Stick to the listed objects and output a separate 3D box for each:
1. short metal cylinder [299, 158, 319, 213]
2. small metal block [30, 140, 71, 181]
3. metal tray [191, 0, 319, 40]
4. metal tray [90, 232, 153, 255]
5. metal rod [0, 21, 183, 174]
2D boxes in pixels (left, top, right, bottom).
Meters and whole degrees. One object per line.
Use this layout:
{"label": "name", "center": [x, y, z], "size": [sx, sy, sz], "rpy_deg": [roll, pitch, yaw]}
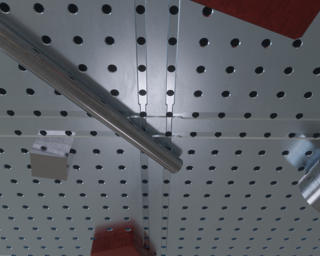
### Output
{"label": "short metal cylinder", "center": [0.254, 0.085, 0.450], "size": [0.081, 0.080, 0.050], "rpy_deg": [13, 129, -11]}
{"label": "small metal block", "center": [-0.158, 0.048, 0.451], "size": [0.050, 0.025, 0.050], "rpy_deg": [9, 130, -8]}
{"label": "metal tray", "center": [0.096, -0.146, 0.285], "size": [0.131, 0.030, 0.089], "rpy_deg": [15, 129, -13]}
{"label": "metal tray", "center": [-0.071, 0.266, 0.635], "size": [0.090, 0.030, 0.130], "rpy_deg": [-16, 129, 13]}
{"label": "metal rod", "center": [-0.079, -0.026, 0.388], "size": [0.025, 0.025, 0.301], "rpy_deg": [-36, 122, 26]}
